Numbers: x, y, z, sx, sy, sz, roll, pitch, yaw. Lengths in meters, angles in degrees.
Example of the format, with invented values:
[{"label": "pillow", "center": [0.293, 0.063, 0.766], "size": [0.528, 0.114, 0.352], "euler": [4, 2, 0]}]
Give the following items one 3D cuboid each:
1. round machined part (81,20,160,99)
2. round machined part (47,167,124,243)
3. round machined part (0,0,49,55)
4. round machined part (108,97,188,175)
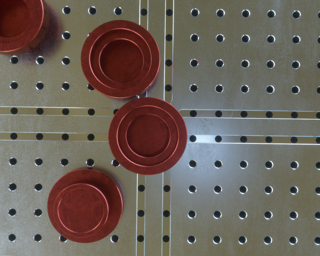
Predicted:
[{"label": "round machined part", "center": [-0.049, -0.086, 0.404], "size": [0.099, 0.042, 0.097], "euler": [0, 90, -1]}, {"label": "round machined part", "center": [-0.098, 0.102, 0.404], "size": [0.099, 0.042, 0.097], "euler": [0, 90, -1]}, {"label": "round machined part", "center": [-0.193, -0.143, 0.402], "size": [0.099, 0.042, 0.097], "euler": [0, 90, -1]}, {"label": "round machined part", "center": [-0.015, 0.010, 0.405], "size": [0.099, 0.042, 0.097], "euler": [0, 90, -1]}]
